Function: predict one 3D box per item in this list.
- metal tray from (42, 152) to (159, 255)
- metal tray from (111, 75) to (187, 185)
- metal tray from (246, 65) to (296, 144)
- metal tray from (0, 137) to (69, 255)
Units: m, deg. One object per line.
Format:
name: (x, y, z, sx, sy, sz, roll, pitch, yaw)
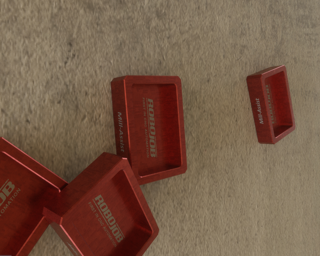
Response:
metal tray: (-0.055, 0.102, 0.334, 0.090, 0.030, 0.129, -45, 131, -34)
metal tray: (-0.011, 0.000, 0.393, 0.091, 0.030, 0.129, -7, 95, -40)
metal tray: (0.211, -0.045, 0.581, 0.091, 0.030, 0.129, -24, 106, -38)
metal tray: (-0.153, 0.083, 0.273, 0.090, 0.030, 0.130, 46, 62, -31)
